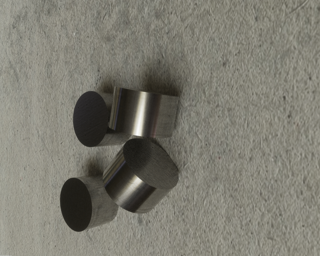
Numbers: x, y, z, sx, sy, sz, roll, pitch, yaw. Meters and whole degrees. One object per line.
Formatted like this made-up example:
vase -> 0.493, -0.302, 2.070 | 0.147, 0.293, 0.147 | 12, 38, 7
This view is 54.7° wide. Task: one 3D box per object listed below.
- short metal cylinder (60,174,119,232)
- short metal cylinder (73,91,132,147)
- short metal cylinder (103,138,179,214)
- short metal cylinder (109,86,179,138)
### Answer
short metal cylinder -> -0.110, 0.114, 0.480 | 0.080, 0.050, 0.080 | 0, 90, 40
short metal cylinder -> -0.083, -0.013, 0.458 | 0.080, 0.050, 0.080 | 0, 90, 40
short metal cylinder -> -0.024, 0.059, 0.389 | 0.050, 0.081, 0.080 | -51, 60, 28
short metal cylinder -> -0.020, -0.021, 0.386 | 0.080, 0.081, 0.050 | 16, 100, 39
